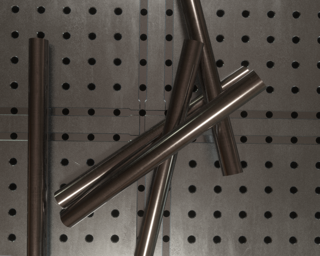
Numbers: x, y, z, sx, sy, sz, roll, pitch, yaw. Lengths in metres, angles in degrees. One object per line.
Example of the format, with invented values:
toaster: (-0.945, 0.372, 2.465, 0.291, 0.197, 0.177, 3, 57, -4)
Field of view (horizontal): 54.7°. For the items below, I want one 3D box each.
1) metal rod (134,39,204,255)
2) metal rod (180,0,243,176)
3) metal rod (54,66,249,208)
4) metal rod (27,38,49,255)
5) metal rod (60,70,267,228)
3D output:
metal rod: (0.008, 0.040, 0.393, 0.025, 0.025, 0.298, 13, 98, -1)
metal rod: (0.057, -0.089, 0.394, 0.025, 0.025, 0.298, -12, 82, 0)
metal rod: (-0.008, 0.011, 0.413, 0.301, 0.025, 0.025, -34, 90, -1)
metal rod: (-0.162, 0.033, 0.411, 0.025, 0.025, 0.298, 1, 90, -1)
metal rod: (-0.008, 0.035, 0.371, 0.300, 0.025, 0.025, -37, 91, 16)
